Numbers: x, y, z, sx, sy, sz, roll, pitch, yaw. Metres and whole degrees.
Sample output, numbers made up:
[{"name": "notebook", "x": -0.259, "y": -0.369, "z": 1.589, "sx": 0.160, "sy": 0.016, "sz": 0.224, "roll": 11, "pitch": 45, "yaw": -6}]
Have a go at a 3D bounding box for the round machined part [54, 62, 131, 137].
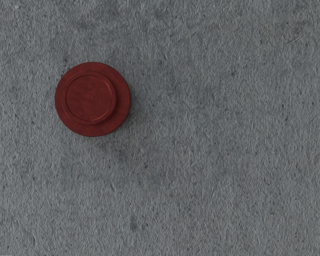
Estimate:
[{"name": "round machined part", "x": -0.088, "y": -0.037, "z": 0.401, "sx": 0.099, "sy": 0.042, "sz": 0.097, "roll": 0, "pitch": 90, "yaw": 0}]
